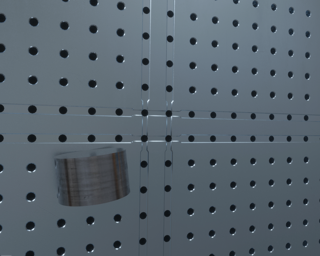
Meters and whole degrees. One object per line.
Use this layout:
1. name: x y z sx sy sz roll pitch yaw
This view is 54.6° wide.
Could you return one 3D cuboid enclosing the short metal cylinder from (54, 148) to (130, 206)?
1. short metal cylinder: -0.077 0.053 0.355 0.081 0.080 0.050 -6 92 -20
